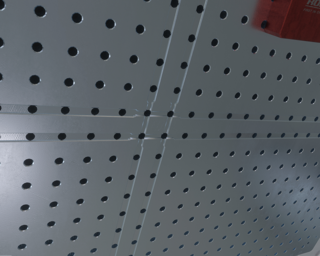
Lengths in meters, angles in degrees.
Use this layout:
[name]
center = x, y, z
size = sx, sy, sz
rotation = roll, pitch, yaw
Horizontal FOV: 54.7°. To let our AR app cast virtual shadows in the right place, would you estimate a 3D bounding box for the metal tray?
[metal tray]
center = 0.213, -0.166, 0.422
size = 0.131, 0.030, 0.089
rotation = -3, 120, -27
